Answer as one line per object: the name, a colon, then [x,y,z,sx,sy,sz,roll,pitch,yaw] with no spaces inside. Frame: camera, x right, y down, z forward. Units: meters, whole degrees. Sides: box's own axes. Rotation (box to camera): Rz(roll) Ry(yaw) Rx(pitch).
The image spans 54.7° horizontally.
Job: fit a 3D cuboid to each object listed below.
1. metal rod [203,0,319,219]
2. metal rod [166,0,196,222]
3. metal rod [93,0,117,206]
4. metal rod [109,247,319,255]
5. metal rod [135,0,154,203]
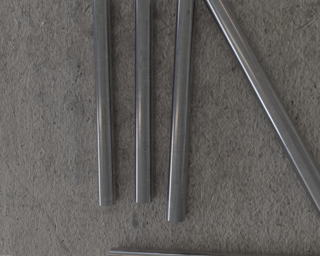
metal rod: [0.127,-0.036,0.364,0.025,0.025,0.299,-28,81,18]
metal rod: [0.028,-0.031,0.399,0.025,0.025,0.298,3,91,20]
metal rod: [-0.078,-0.043,0.436,0.025,0.025,0.298,-2,89,20]
metal rod: [0.076,0.166,0.382,0.301,0.025,0.025,-6,88,19]
metal rod: [-0.021,-0.051,0.416,0.025,0.025,0.298,0,90,20]
